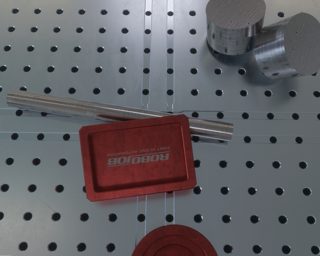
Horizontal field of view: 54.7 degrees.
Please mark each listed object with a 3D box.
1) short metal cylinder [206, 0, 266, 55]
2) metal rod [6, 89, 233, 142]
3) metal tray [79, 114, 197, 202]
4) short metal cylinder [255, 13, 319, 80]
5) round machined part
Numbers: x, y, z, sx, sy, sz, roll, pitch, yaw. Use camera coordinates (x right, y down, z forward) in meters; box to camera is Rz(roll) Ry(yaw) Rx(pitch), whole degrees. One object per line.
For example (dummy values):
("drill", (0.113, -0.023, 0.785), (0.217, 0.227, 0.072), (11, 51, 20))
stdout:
("short metal cylinder", (0.107, -0.152, 0.446), (0.080, 0.050, 0.080), (-4, 60, 8))
("metal rod", (-0.055, -0.018, 0.417), (0.302, 0.025, 0.025), (9, 70, 3))
("metal tray", (-0.026, 0.035, 0.380), (0.131, 0.030, 0.089), (-7, 89, -2))
("short metal cylinder", (0.177, -0.108, 0.420), (0.081, 0.050, 0.079), (0, 91, -26))
("round machined part", (0.016, 0.159, 0.344), (0.099, 0.042, 0.098), (0, 70, 0))
